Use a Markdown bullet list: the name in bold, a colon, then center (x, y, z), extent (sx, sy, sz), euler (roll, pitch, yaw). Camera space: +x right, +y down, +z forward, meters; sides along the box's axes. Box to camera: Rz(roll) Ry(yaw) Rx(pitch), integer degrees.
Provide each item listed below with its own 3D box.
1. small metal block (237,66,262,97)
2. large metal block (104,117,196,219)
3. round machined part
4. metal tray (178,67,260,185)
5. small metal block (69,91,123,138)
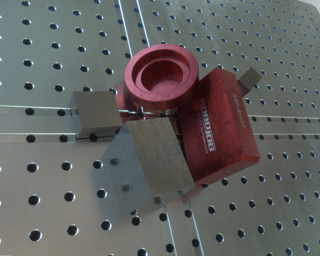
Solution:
- **small metal block**: center (0.132, -0.067, 0.507), extent (0.025, 0.050, 0.050), euler (45, 51, 3)
- **large metal block**: center (-0.016, 0.044, 0.339), extent (0.050, 0.080, 0.080), euler (-7, 66, -32)
- **round machined part**: center (0.004, -0.064, 0.421), extent (0.099, 0.042, 0.098), euler (-4, 60, 7)
- **metal tray**: center (0.069, -0.002, 0.404), extent (0.030, 0.090, 0.130), euler (13, 56, -35)
- **small metal block**: center (-0.078, -0.017, 0.377), extent (0.050, 0.025, 0.050), euler (-5, 64, -31)
